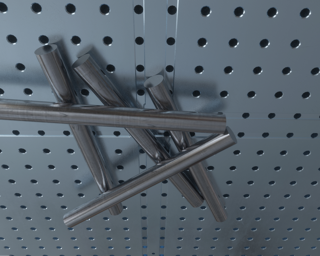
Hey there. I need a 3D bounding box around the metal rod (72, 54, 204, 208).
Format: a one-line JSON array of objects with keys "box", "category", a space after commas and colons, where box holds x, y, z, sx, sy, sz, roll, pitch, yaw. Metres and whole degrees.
[{"box": [-0.013, 0.023, 0.430, 0.025, 0.025, 0.300, -24, 127, 19], "category": "metal rod"}]

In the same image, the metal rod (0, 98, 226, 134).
[{"box": [-0.073, -0.015, 0.365, 0.302, 0.025, 0.025, 4, 130, -4], "category": "metal rod"}]

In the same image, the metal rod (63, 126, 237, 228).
[{"box": [-0.028, 0.079, 0.445, 0.300, 0.025, 0.025, -31, 124, 23], "category": "metal rod"}]

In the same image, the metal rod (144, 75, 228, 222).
[{"box": [0.050, 0.050, 0.454, 0.025, 0.025, 0.299, -18, 128, 14], "category": "metal rod"}]

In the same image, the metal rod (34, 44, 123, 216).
[{"box": [-0.099, 0.026, 0.432, 0.025, 0.025, 0.298, -8, 130, 6], "category": "metal rod"}]
